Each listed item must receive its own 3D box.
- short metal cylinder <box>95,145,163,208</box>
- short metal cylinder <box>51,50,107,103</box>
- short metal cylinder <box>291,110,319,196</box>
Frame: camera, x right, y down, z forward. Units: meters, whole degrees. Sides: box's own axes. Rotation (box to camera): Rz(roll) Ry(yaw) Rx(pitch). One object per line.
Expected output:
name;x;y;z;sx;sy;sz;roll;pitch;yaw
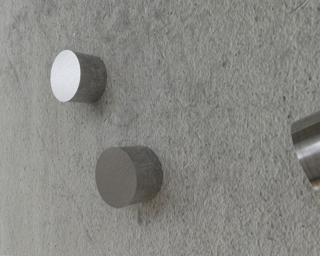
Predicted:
short metal cylinder;-0.043;0.065;0.425;0.080;0.050;0.080;0;90;40
short metal cylinder;-0.131;-0.080;0.497;0.080;0.050;0.080;0;90;40
short metal cylinder;0.149;0.020;0.246;0.050;0.081;0.080;-32;70;35
